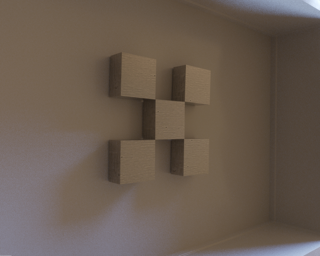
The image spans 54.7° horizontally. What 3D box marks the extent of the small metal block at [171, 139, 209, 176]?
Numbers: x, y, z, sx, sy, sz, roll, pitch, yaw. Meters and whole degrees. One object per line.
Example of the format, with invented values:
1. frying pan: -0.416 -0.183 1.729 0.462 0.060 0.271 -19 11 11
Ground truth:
1. small metal block: 0.043 0.040 0.440 0.050 0.025 0.050 2 89 -40

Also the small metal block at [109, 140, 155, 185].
1. small metal block: -0.034 0.039 0.376 0.050 0.025 0.050 1 90 -40

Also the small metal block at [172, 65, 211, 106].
1. small metal block: 0.045 -0.059 0.441 0.050 0.025 0.050 3 88 -40

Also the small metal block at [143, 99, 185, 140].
1. small metal block: 0.006 -0.010 0.408 0.050 0.025 0.050 1 90 -40

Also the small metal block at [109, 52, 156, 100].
1. small metal block: -0.033 -0.061 0.376 0.050 0.025 0.050 2 89 -40
